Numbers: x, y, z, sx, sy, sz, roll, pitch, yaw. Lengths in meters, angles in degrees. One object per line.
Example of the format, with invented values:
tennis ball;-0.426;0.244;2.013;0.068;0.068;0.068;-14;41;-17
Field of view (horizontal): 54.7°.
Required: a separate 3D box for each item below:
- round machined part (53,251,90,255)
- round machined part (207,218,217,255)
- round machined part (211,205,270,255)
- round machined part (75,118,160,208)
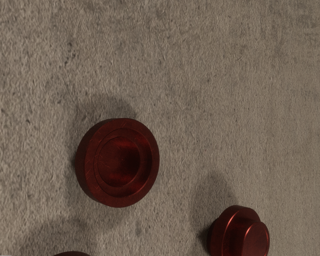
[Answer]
round machined part;-0.100;0.174;0.312;0.099;0.042;0.097;0;90;-40
round machined part;0.112;0.178;0.491;0.099;0.042;0.097;0;90;-40
round machined part;0.121;0.163;0.444;0.099;0.042;0.097;0;90;-40
round machined part;-0.051;0.038;0.353;0.099;0.042;0.097;0;90;-40
